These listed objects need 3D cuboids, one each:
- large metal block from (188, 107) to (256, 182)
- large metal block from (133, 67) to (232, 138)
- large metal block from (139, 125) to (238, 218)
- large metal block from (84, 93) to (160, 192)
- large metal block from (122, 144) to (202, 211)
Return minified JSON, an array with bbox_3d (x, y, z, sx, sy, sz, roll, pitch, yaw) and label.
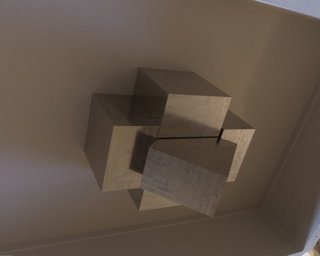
[{"bbox_3d":[0.070,0.018,0.418,0.050,0.080,0.079,0,119,-29],"label":"large metal block"},{"bbox_3d":[0.022,-0.031,0.364,0.081,0.080,0.050,0,119,-28],"label":"large metal block"},{"bbox_3d":[0.034,0.041,0.342,0.080,0.080,0.050,-46,153,-62],"label":"large metal block"},{"bbox_3d":[-0.048,0.014,0.355,0.050,0.080,0.079,0,119,-29],"label":"large metal block"},{"bbox_3d":[-0.001,0.057,0.406,0.081,0.080,0.050,0,119,-28],"label":"large metal block"}]
